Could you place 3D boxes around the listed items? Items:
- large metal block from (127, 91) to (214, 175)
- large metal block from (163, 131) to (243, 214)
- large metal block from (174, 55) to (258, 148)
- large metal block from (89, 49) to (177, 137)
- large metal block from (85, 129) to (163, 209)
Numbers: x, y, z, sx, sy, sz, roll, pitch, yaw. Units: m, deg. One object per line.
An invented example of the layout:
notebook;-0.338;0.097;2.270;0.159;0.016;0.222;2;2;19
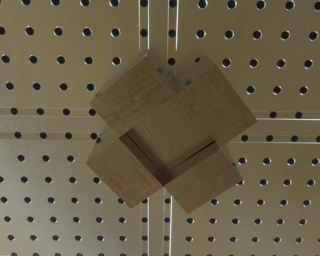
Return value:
large metal block;0.012;-0.002;0.398;0.080;0.050;0.080;-36;105;14
large metal block;0.051;0.051;0.404;0.080;0.080;0.050;-35;106;12
large metal block;0.063;-0.035;0.372;0.050;0.080;0.080;-37;106;12
large metal block;-0.029;-0.045;0.367;0.080;0.080;0.050;-37;106;12
large metal block;-0.041;0.041;0.398;0.050;0.080;0.080;-37;107;12
